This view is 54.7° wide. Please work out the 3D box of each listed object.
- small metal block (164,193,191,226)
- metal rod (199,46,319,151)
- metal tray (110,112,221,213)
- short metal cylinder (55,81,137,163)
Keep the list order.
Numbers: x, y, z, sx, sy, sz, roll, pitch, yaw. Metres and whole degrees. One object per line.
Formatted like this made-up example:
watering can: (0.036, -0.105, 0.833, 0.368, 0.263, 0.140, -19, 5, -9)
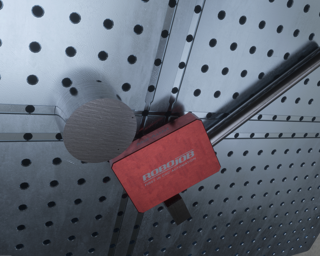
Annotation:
small metal block: (0.019, 0.113, 0.477, 0.025, 0.050, 0.050, -31, 129, -9)
metal rod: (0.139, -0.031, 0.470, 0.301, 0.025, 0.025, -36, 130, -4)
metal tray: (0.008, 0.047, 0.423, 0.131, 0.030, 0.090, -28, 115, -5)
short metal cylinder: (-0.073, -0.007, 0.352, 0.081, 0.050, 0.079, -14, 125, -21)
